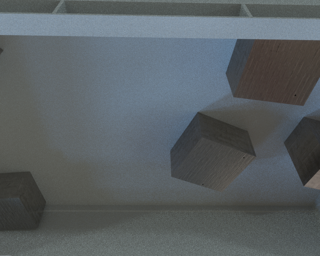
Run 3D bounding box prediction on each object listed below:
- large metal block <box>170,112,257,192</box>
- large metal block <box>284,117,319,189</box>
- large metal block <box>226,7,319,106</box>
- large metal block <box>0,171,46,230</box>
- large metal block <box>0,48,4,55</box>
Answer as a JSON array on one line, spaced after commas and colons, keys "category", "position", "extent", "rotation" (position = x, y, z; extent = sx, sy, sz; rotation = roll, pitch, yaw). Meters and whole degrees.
[{"category": "large metal block", "position": [0.069, 0.035, 0.424], "extent": [0.080, 0.050, 0.079], "rotation": [20, 127, -17]}, {"category": "large metal block", "position": [0.225, 0.037, 0.408], "extent": [0.081, 0.080, 0.050], "rotation": [13, 129, -11]}, {"category": "large metal block", "position": [0.125, -0.075, 0.331], "extent": [0.081, 0.050, 0.079], "rotation": [6, 130, -6]}, {"category": "large metal block", "position": [-0.238, 0.116, 0.488], "extent": [0.080, 0.050, 0.079], "rotation": [-4, 130, 2]}, {"category": "large metal block", "position": [-0.231, -0.072, 0.324], "extent": [0.080, 0.050, 0.080], "rotation": [-36, 124, 23]}]
